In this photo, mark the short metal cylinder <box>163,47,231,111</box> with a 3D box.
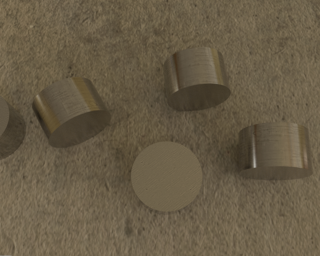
[{"bbox_3d":[0.047,-0.061,0.402,0.081,0.080,0.050,-6,70,-3],"label":"short metal cylinder"}]

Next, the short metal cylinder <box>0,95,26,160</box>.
[{"bbox_3d":[-0.221,-0.002,0.393,0.081,0.050,0.080,0,70,0],"label":"short metal cylinder"}]

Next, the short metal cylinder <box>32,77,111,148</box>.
[{"bbox_3d":[-0.108,-0.018,0.384,0.080,0.080,0.050,-28,73,-10],"label":"short metal cylinder"}]

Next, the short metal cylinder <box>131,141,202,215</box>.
[{"bbox_3d":[0.008,0.061,0.373,0.081,0.050,0.080,0,70,0],"label":"short metal cylinder"}]

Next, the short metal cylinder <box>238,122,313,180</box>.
[{"bbox_3d":[0.136,0.030,0.370,0.081,0.080,0.050,3,70,1],"label":"short metal cylinder"}]
